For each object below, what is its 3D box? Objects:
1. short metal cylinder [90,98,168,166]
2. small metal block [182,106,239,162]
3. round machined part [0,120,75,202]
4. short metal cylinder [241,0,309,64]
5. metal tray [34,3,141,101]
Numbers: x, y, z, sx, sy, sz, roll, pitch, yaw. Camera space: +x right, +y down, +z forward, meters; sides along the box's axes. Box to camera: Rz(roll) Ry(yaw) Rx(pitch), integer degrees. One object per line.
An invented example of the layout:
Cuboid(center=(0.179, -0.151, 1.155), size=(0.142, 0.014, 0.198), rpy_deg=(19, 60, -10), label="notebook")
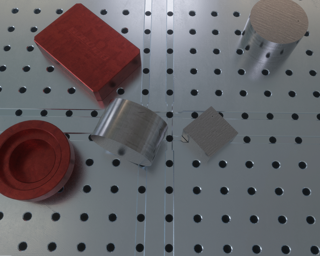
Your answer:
Cuboid(center=(-0.037, 0.006, 0.380), size=(0.080, 0.080, 0.050), rpy_deg=(22, 72, 8), label="short metal cylinder")
Cuboid(center=(0.065, 0.008, 0.409), size=(0.050, 0.025, 0.050), rpy_deg=(-39, 75, -13), label="small metal block")
Cuboid(center=(-0.156, 0.043, 0.386), size=(0.099, 0.042, 0.098), rpy_deg=(0, 70, 0), label="round machined part")
Cuboid(center=(0.165, -0.142, 0.452), size=(0.081, 0.050, 0.080), rpy_deg=(0, 70, 0), label="short metal cylinder")
Cuboid(center=(-0.103, -0.112, 0.449), size=(0.130, 0.030, 0.090), rpy_deg=(40, 75, 13), label="metal tray")
